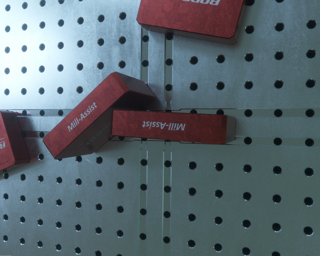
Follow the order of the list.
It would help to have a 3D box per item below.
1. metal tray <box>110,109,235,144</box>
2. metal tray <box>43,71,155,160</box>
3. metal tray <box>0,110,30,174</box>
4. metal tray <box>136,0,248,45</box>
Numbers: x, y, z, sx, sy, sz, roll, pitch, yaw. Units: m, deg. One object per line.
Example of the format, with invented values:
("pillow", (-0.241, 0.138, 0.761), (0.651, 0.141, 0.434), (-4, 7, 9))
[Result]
("metal tray", (0.019, -0.003, 0.370), (0.130, 0.090, 0.030), (4, 92, 19))
("metal tray", (-0.076, -0.013, 0.403), (0.130, 0.090, 0.030), (-40, 78, 15))
("metal tray", (-0.284, 0.035, 0.507), (0.130, 0.030, 0.090), (-22, 83, 18))
("metal tray", (0.043, -0.164, 0.394), (0.130, 0.030, 0.089), (16, 95, 18))
